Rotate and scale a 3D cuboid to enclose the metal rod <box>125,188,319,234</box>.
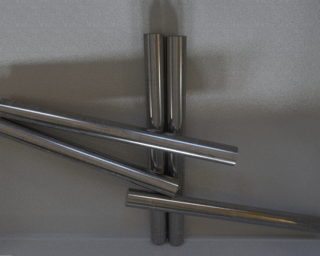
[{"bbox_3d":[0.102,0.119,0.437,0.302,0.025,0.025,11,110,-11],"label":"metal rod"}]

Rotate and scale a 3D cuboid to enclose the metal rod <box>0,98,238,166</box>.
[{"bbox_3d":[-0.054,0.005,0.390,0.302,0.025,0.025,12,110,3],"label":"metal rod"}]

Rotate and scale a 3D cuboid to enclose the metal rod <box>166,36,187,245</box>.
[{"bbox_3d":[0.022,0.030,0.420,0.025,0.025,0.298,-1,110,0],"label":"metal rod"}]

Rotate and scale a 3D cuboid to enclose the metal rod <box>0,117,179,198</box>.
[{"bbox_3d":[-0.120,0.029,0.405,0.302,0.025,0.025,20,109,-2],"label":"metal rod"}]

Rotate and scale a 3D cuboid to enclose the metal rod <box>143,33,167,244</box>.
[{"bbox_3d":[-0.004,0.028,0.418,0.025,0.025,0.298,-1,110,0],"label":"metal rod"}]
